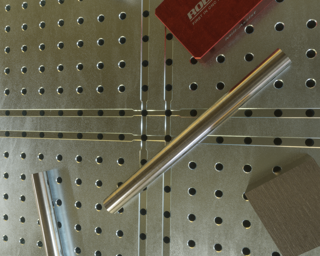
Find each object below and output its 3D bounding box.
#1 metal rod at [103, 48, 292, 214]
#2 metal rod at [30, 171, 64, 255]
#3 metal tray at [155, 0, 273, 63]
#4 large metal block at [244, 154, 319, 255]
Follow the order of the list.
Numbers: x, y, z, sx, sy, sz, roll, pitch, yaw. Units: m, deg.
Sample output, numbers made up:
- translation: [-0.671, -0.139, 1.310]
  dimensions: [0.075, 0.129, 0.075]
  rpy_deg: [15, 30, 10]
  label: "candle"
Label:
- translation: [0.037, 0.013, 0.398]
  dimensions: [0.299, 0.025, 0.025]
  rpy_deg: [-42, 77, 14]
  label: "metal rod"
- translation: [-0.153, 0.214, 0.464]
  dimensions: [0.025, 0.025, 0.298]
  rpy_deg: [-14, 85, 19]
  label: "metal rod"
- translation: [0.070, -0.158, 0.385]
  dimensions: [0.130, 0.030, 0.090]
  rpy_deg: [-42, 77, 14]
  label: "metal tray"
- translation: [0.153, 0.085, 0.345]
  dimensions: [0.080, 0.050, 0.080]
  rpy_deg: [-33, 80, 16]
  label: "large metal block"
